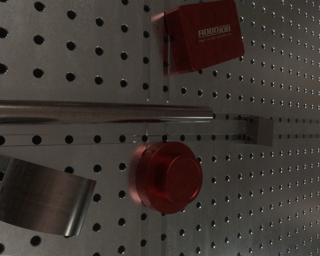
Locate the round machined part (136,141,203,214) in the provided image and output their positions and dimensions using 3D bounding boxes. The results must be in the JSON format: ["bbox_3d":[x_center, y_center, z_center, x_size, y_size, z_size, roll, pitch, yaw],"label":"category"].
[{"bbox_3d":[0.020,0.067,0.417,0.099,0.042,0.097,0,90,-40],"label":"round machined part"}]

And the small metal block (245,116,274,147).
[{"bbox_3d":[0.182,0.007,0.565,0.050,0.025,0.050,10,84,-40],"label":"small metal block"}]

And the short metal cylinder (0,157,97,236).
[{"bbox_3d":[-0.105,0.063,0.286,0.080,0.080,0.050,26,74,-38],"label":"short metal cylinder"}]

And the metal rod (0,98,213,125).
[{"bbox_3d":[-0.044,-0.018,0.373,0.302,0.025,0.025,-2,91,-40],"label":"metal rod"}]

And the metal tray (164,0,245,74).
[{"bbox_3d":[0.072,-0.141,0.469,0.131,0.030,0.089,-24,106,-38],"label":"metal tray"}]
